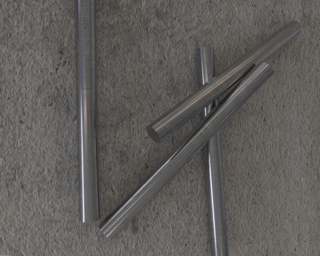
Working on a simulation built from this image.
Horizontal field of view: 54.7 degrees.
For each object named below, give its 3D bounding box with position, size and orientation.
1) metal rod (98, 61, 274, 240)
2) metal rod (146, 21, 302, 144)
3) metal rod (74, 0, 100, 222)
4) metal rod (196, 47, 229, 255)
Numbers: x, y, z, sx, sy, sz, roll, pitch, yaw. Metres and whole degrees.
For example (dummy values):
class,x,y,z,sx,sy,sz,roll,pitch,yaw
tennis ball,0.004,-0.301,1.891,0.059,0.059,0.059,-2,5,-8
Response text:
class,x,y,z,sx,sy,sz,roll,pitch,yaw
metal rod,0.038,0.024,0.402,0.300,0.025,0.025,-45,104,-7
metal rod,0.101,-0.074,0.423,0.302,0.025,0.025,-37,102,-25
metal rod,-0.088,-0.038,0.376,0.025,0.025,0.298,-1,91,-20
metal rod,0.074,0.038,0.436,0.025,0.025,0.298,-5,92,-20
